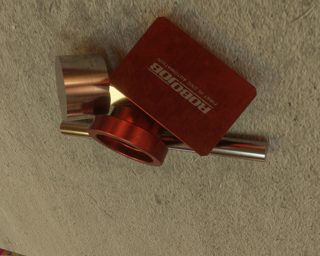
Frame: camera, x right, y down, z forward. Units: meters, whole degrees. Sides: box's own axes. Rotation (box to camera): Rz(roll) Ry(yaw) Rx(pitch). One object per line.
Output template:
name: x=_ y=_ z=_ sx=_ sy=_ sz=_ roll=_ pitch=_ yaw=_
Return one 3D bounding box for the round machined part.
round machined part: x=-0.034 y=0.007 z=0.380 sx=0.098 sy=0.042 sz=0.098 roll=22 pitch=163 yaw=7

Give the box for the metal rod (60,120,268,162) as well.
metal rod: x=-0.012 y=0.013 z=0.423 sx=0.301 sy=0.025 sz=0.025 roll=6 pitch=121 yaw=25

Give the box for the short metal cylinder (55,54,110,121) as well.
short metal cylinder: x=-0.098 y=-0.051 z=0.387 sx=0.080 sy=0.050 sz=0.080 roll=172 pitch=90 yaw=-66

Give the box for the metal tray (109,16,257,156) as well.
metal tray: x=0.024 y=-0.043 z=0.333 sx=0.130 sy=0.030 sz=0.090 roll=39 pitch=90 yaw=1

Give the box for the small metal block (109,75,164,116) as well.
small metal block: x=-0.027 y=-0.042 z=0.378 sx=0.050 sy=0.050 sz=0.025 roll=22 pitch=127 yaw=15
